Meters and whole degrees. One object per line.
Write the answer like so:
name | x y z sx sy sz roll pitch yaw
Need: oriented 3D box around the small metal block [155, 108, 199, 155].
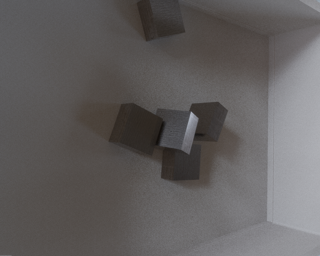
small metal block | 0.017 0.004 0.403 0.025 0.050 0.050 35 67 -55

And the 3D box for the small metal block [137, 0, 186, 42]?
small metal block | 0.002 -0.146 0.410 0.050 0.025 0.050 -24 105 -38

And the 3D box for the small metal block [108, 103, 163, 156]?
small metal block | -0.029 0.002 0.384 0.050 0.025 0.050 27 73 -37

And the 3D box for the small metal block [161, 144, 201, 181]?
small metal block | 0.030 0.047 0.434 0.050 0.025 0.050 6 86 -40

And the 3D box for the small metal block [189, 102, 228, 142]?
small metal block | 0.064 -0.009 0.446 0.025 0.050 0.050 35 68 -35
